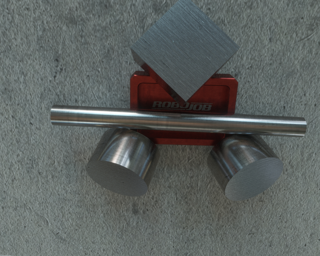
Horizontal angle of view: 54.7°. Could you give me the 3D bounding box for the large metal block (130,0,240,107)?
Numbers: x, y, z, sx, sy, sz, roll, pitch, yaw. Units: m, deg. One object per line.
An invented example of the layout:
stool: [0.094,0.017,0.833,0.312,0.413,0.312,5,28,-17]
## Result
large metal block: [0.026,-0.082,0.345,0.080,0.050,0.080,45,87,2]

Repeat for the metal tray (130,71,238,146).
metal tray: [0.028,-0.025,0.400,0.131,0.030,0.089,2,110,-1]

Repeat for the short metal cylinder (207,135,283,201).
short metal cylinder: [0.108,0.049,0.399,0.081,0.050,0.079,-14,135,-14]

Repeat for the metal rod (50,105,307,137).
metal rod: [0.023,-0.008,0.376,0.302,0.025,0.025,3,110,-2]

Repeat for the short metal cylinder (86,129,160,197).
short metal cylinder: [-0.046,0.045,0.394,0.080,0.050,0.080,13,143,11]
